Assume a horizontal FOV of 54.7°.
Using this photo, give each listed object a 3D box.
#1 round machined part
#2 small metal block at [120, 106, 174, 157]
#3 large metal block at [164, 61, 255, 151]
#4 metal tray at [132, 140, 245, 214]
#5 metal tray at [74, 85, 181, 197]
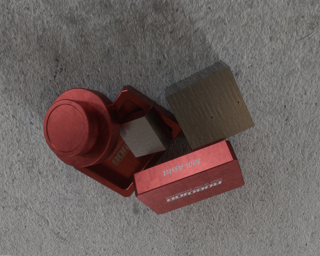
[{"bbox_3d":[-0.102,0.000,0.378,0.098,0.042,0.097,1,91,24],"label":"round machined part"},{"bbox_3d":[-0.020,0.006,0.388,0.050,0.025,0.050,-17,114,36],"label":"small metal block"},{"bbox_3d":[0.060,-0.028,0.388,0.080,0.050,0.080,-25,108,9],"label":"large metal block"},{"bbox_3d":[0.040,0.069,0.410,0.130,0.030,0.090,-21,145,8],"label":"metal tray"},{"bbox_3d":[-0.044,0.020,0.414,0.090,0.030,0.129,33,107,-12],"label":"metal tray"}]
